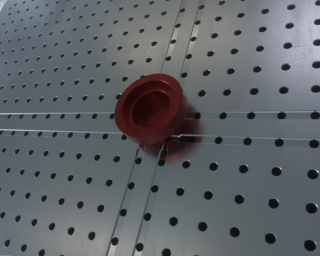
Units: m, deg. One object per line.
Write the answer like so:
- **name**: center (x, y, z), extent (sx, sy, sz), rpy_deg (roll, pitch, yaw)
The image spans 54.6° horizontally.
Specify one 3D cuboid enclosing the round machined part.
- **round machined part**: center (-0.008, -0.021, 0.416), extent (0.098, 0.042, 0.098), rpy_deg (-13, 56, 21)
